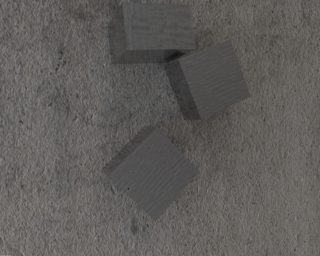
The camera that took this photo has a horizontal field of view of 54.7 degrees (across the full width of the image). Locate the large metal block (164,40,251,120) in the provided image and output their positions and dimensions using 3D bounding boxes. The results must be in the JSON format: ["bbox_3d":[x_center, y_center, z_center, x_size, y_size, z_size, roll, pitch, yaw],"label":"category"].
[{"bbox_3d":[0.063,-0.063,0.419,0.081,0.050,0.080,-25,98,-18],"label":"large metal block"}]

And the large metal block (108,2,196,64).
[{"bbox_3d":[-0.013,-0.111,0.375,0.081,0.080,0.050,-6,92,-20],"label":"large metal block"}]

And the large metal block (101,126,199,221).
[{"bbox_3d":[-0.013,0.054,0.391,0.080,0.050,0.080,-46,105,-14],"label":"large metal block"}]
